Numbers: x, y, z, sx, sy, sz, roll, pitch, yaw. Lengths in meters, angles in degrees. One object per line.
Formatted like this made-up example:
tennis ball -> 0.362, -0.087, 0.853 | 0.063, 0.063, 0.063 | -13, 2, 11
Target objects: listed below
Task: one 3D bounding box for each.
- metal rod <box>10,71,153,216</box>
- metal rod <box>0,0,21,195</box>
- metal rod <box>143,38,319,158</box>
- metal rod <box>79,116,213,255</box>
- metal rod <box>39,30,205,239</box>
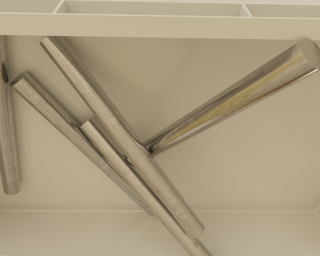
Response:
metal rod -> -0.087, 0.040, 0.442 | 0.025, 0.025, 0.300 | -25, 126, 19
metal rod -> -0.200, -0.016, 0.392 | 0.025, 0.025, 0.298 | 9, 130, -8
metal rod -> 0.031, -0.002, 0.332 | 0.025, 0.025, 0.299 | 26, 149, -21
metal rod -> -0.001, 0.107, 0.422 | 0.025, 0.025, 0.300 | -36, 98, 26
metal rod -> -0.034, 0.021, 0.370 | 0.025, 0.025, 0.299 | -29, 108, 21
